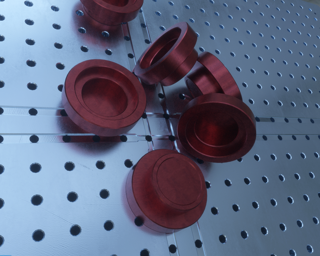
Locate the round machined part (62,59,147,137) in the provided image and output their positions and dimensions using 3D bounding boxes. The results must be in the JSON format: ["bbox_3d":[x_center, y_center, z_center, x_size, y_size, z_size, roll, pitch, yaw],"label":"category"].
[{"bbox_3d":[-0.070,-0.033,0.379,0.099,0.042,0.098,13,56,-21],"label":"round machined part"}]

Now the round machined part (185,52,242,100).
[{"bbox_3d":[0.071,-0.056,0.445,0.042,0.098,0.098,-34,79,-3],"label":"round machined part"}]

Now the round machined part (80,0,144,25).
[{"bbox_3d":[-0.078,-0.198,0.475,0.099,0.042,0.098,13,56,-21],"label":"round machined part"}]

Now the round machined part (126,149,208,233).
[{"bbox_3d":[0.014,0.068,0.363,0.099,0.042,0.098,13,56,-21],"label":"round machined part"}]

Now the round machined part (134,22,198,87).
[{"bbox_3d":[0.014,-0.097,0.432,0.042,0.098,0.098,42,48,-27],"label":"round machined part"}]

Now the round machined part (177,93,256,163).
[{"bbox_3d":[0.074,-0.004,0.405,0.098,0.097,0.042,31,39,-9],"label":"round machined part"}]
